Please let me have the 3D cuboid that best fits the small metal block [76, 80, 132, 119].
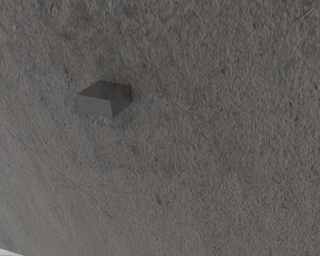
[{"bbox_3d":[-0.071,-0.039,0.405,0.050,0.050,0.025,12,124,22],"label":"small metal block"}]
